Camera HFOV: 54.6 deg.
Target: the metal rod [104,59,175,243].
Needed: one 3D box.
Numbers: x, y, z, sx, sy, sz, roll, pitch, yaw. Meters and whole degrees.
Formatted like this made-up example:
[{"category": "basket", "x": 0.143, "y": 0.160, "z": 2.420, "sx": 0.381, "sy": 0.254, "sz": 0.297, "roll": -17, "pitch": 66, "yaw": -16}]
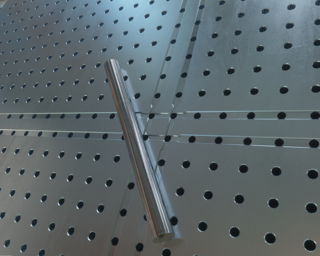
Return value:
[{"category": "metal rod", "x": -0.038, "y": 0.007, "z": 0.424, "sx": 0.025, "sy": 0.025, "sz": 0.300, "roll": -29, "pitch": 52, "yaw": 10}]
